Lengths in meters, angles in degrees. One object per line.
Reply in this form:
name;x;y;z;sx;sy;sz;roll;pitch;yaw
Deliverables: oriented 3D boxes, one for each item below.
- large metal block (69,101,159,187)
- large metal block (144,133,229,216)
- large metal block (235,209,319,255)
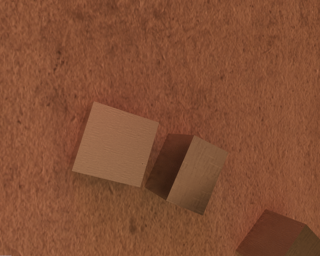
large metal block;-0.057;0.020;0.375;0.081;0.050;0.080;18;84;-20
large metal block;0.030;0.054;0.392;0.050;0.080;0.080;27;81;-19
large metal block;0.171;0.173;0.445;0.050;0.080;0.080;46;76;-15
